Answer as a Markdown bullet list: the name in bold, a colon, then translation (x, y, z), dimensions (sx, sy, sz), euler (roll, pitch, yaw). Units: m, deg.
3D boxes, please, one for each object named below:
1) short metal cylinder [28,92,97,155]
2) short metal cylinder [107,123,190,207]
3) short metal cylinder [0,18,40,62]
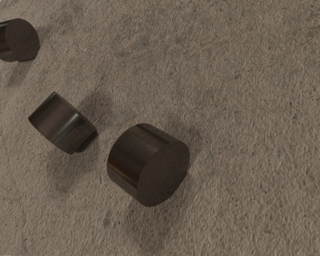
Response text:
- **short metal cylinder**: translation (-0.138, -0.007, 0.443), dimensions (0.050, 0.080, 0.080), euler (-48, 52, -5)
- **short metal cylinder**: translation (-0.012, 0.041, 0.349), dimensions (0.050, 0.080, 0.080), euler (29, 78, 37)
- **short metal cylinder**: translation (-0.295, -0.177, 0.628), dimensions (0.050, 0.080, 0.080), euler (-1, 61, 27)
